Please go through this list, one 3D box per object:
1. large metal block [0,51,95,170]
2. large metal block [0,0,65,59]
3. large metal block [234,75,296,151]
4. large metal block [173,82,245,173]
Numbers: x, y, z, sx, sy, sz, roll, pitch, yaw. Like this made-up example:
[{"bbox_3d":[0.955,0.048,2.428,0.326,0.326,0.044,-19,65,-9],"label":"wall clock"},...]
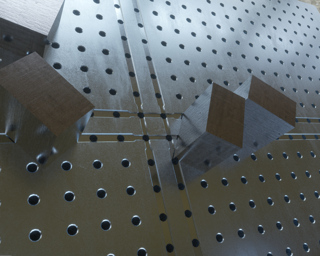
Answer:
[{"bbox_3d":[-0.123,-0.015,0.317,0.080,0.080,0.050,43,51,1],"label":"large metal block"},{"bbox_3d":[-0.172,-0.140,0.385,0.081,0.050,0.080,19,54,-18],"label":"large metal block"},{"bbox_3d":[0.142,-0.020,0.464,0.080,0.080,0.050,30,52,-10],"label":"large metal block"},{"bbox_3d":[0.065,0.001,0.409,0.050,0.080,0.080,25,53,-14],"label":"large metal block"}]
